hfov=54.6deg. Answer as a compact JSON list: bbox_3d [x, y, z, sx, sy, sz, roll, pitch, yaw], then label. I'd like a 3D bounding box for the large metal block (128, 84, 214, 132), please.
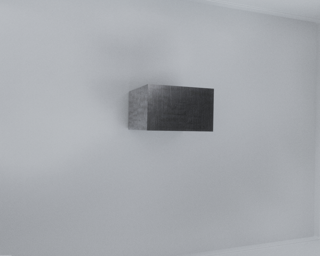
[{"bbox_3d":[0.011,-0.022,0.382,0.081,0.080,0.050,1,90,-20],"label":"large metal block"}]
